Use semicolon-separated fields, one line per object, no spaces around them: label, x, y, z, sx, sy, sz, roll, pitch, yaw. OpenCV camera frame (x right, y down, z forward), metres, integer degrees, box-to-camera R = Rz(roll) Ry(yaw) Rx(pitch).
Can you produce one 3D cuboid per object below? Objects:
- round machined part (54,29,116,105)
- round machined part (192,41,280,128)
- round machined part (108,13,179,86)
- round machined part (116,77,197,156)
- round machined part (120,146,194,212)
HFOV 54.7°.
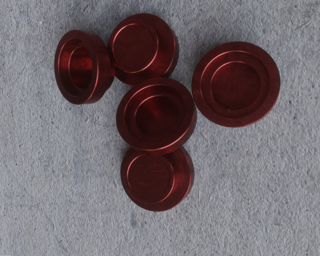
round machined part;-0.099;-0.082;0.423;0.098;0.042;0.097;7;102;40
round machined part;0.090;-0.049;0.369;0.098;0.042;0.097;0;90;19
round machined part;-0.027;-0.104;0.409;0.098;0.042;0.097;0;90;19
round machined part;-0.002;-0.011;0.390;0.098;0.042;0.098;-6;65;14
round machined part;-0.008;0.060;0.402;0.098;0.042;0.097;0;90;19
